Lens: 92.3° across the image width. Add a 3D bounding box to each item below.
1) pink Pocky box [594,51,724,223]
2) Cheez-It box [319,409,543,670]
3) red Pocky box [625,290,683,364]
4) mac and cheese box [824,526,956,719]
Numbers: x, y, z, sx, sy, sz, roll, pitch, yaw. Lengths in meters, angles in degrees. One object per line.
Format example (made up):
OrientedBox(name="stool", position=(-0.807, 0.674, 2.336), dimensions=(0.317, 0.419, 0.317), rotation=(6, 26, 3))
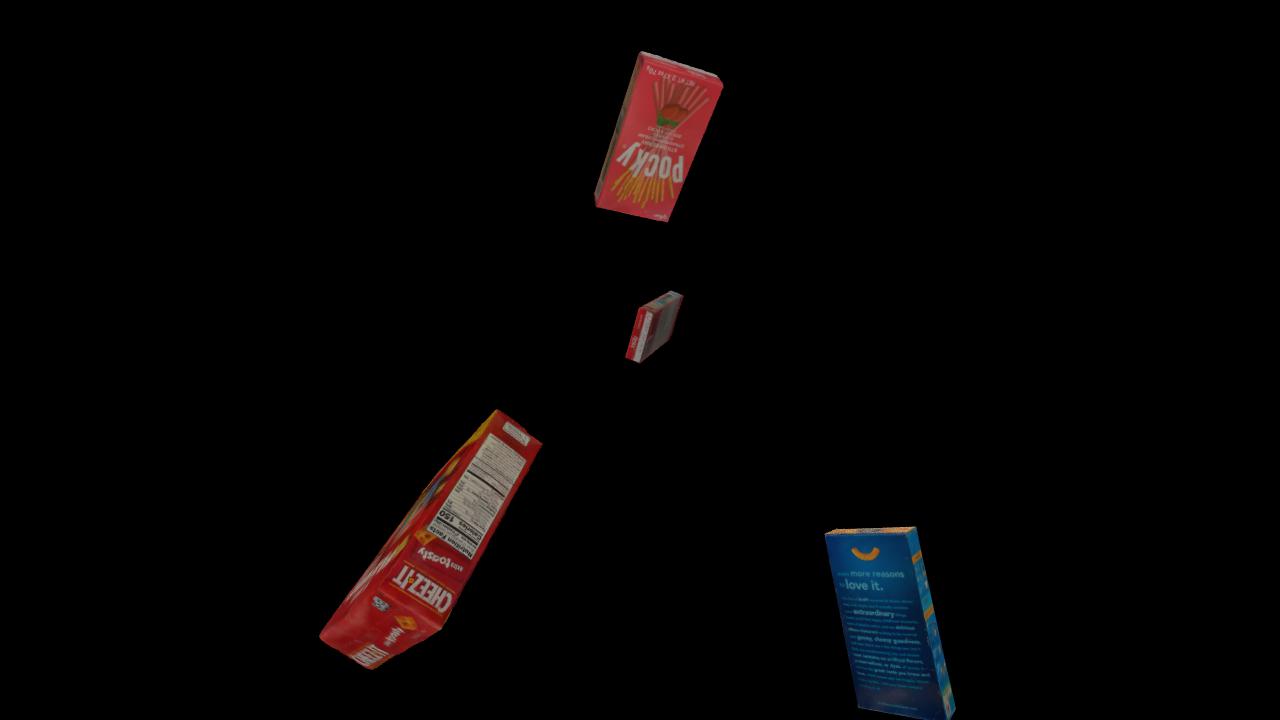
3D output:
OrientedBox(name="pink Pocky box", position=(0.015, -0.216, 0.617), dimensions=(0.084, 0.155, 0.029), rotation=(7, 41, -21))
OrientedBox(name="Cheez-It box", position=(-0.203, 0.176, 0.619), dimensions=(0.166, 0.071, 0.223), rotation=(-41, 15, 37))
OrientedBox(name="red Pocky box", position=(0.024, -0.054, 0.950), dimensions=(0.028, 0.083, 0.155), rotation=(21, 21, 14))
OrientedBox(name="mac and cheese box", position=(0.261, 0.273, 0.649), dimensions=(0.093, 0.184, 0.041), rotation=(-15, -9, 41))
